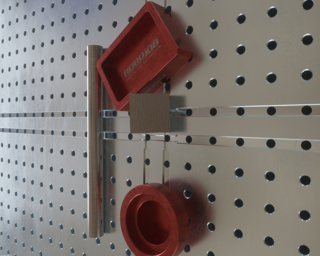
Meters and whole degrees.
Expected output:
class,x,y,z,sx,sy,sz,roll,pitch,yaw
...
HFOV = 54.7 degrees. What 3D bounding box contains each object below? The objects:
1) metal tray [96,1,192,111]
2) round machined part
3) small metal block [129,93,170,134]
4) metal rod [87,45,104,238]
class,x,y,z,sx,sy,sz,roll,pitch,yaw
metal tray,-0.028,-0.094,0.426,0.129,0.030,0.090,-40,66,32
round machined part,-0.002,0.119,0.399,0.098,0.042,0.097,0,90,39
small metal block,-0.014,-0.018,0.401,0.050,0.025,0.050,-2,89,-5
metal rod,-0.102,0.021,0.490,0.025,0.025,0.298,-1,90,39
